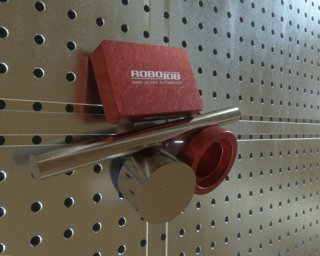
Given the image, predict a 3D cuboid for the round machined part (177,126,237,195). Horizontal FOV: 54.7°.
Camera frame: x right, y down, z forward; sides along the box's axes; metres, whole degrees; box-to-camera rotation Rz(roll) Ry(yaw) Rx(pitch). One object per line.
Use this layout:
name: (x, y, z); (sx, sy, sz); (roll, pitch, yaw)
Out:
round machined part: (0.062, 0.041, 0.437); (0.099, 0.042, 0.097); (-23, 127, -34)

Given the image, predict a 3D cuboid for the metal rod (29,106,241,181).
metal rod: (0.000, 0.008, 0.377); (0.302, 0.025, 0.025); (-14, 99, -39)

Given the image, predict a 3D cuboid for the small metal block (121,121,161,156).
small metal block: (-0.025, 0.015, 0.401); (0.050, 0.025, 0.050); (23, 76, -38)

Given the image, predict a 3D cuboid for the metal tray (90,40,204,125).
metal tray: (-0.012, -0.055, 0.379); (0.131, 0.030, 0.090); (-7, 76, -41)

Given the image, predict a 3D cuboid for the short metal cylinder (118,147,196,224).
short metal cylinder: (-0.003, 0.068, 0.377); (0.081, 0.050, 0.079); (-14, 116, -30)
